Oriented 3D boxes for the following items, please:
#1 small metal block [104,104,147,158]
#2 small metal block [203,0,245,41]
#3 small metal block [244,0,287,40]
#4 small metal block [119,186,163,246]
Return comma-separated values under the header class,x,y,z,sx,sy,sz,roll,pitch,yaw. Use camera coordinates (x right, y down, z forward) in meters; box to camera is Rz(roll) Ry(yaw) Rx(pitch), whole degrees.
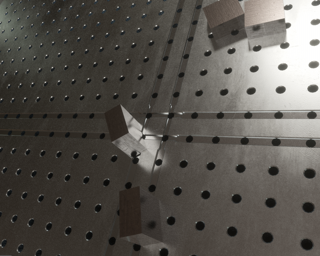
class,x,y,z,sx,sy,sz,roll,pitch,yaw
small metal block,-0.045,0.005,0.412,0.025,0.050,0.050,-29,52,10
small metal block,0.096,-0.164,0.458,0.050,0.025,0.050,-21,54,15
small metal block,0.145,-0.154,0.426,0.050,0.025,0.050,-6,59,24
small metal block,-0.021,0.098,0.342,0.025,0.050,0.050,-18,55,18
